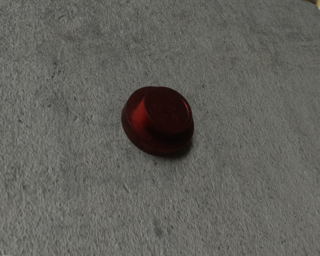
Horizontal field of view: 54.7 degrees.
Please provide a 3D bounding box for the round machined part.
[{"bbox_3d":[0.003,-0.015,0.406,0.099,0.042,0.098,14,56,-21],"label":"round machined part"}]
